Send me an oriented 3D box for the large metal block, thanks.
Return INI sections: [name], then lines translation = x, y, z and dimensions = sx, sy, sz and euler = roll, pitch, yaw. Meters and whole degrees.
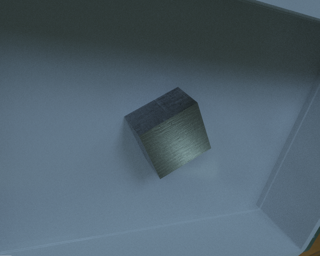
[large metal block]
translation = 0.012, 0.006, 0.405
dimensions = 0.080, 0.050, 0.080
euler = -30, 129, -10
